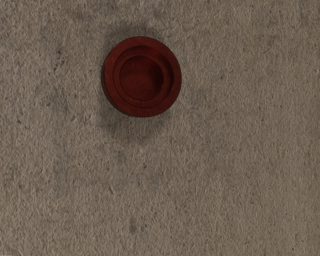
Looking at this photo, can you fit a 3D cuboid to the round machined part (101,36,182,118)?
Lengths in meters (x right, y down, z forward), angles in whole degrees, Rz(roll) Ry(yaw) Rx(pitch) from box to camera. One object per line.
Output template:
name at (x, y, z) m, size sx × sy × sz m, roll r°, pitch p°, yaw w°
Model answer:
round machined part at (-0.026, -0.061, 0.391) m, size 0.099 × 0.042 × 0.097 m, roll 0°, pitch 90°, yaw -21°
